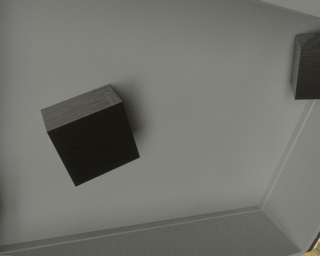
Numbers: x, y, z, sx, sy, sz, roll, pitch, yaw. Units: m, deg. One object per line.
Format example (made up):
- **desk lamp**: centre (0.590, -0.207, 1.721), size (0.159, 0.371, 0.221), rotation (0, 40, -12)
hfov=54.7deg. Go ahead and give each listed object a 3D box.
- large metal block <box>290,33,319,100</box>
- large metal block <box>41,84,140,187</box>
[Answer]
- **large metal block**: centre (0.236, -0.088, 0.442), size (0.080, 0.050, 0.080), rotation (0, 126, 14)
- **large metal block**: centre (-0.078, 0.008, 0.355), size (0.081, 0.050, 0.080), rotation (-24, 127, -14)
